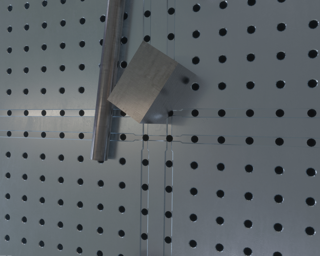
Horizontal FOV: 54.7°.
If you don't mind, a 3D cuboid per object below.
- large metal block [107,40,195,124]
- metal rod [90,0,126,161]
[{"bbox_3d":[-0.007,-0.052,0.386,0.050,0.080,0.080,37,102,16],"label":"large metal block"},{"bbox_3d":[-0.070,-0.103,0.437,0.025,0.025,0.298,8,93,20],"label":"metal rod"}]
